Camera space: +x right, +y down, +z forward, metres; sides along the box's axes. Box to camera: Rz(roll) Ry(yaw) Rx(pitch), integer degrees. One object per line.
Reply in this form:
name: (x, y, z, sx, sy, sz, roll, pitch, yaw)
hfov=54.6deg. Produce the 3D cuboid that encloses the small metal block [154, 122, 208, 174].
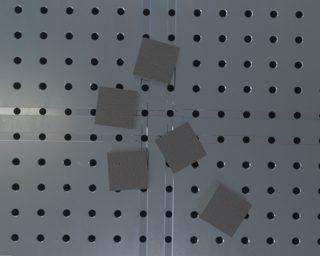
small metal block: (0.027, 0.026, 0.414, 0.050, 0.025, 0.050, -30, 90, 0)

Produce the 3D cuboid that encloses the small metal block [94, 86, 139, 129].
small metal block: (-0.057, -0.026, 0.413, 0.050, 0.025, 0.050, 7, 90, 0)

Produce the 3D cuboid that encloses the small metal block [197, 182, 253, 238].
small metal block: (0.085, 0.108, 0.414, 0.050, 0.025, 0.050, 32, 90, 0)

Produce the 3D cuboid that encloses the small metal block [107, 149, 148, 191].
small metal block: (-0.042, 0.055, 0.413, 0.050, 0.025, 0.050, -3, 90, 0)

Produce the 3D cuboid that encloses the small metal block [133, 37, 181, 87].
small metal block: (-0.004, -0.087, 0.413, 0.050, 0.025, 0.050, 16, 90, 0)
